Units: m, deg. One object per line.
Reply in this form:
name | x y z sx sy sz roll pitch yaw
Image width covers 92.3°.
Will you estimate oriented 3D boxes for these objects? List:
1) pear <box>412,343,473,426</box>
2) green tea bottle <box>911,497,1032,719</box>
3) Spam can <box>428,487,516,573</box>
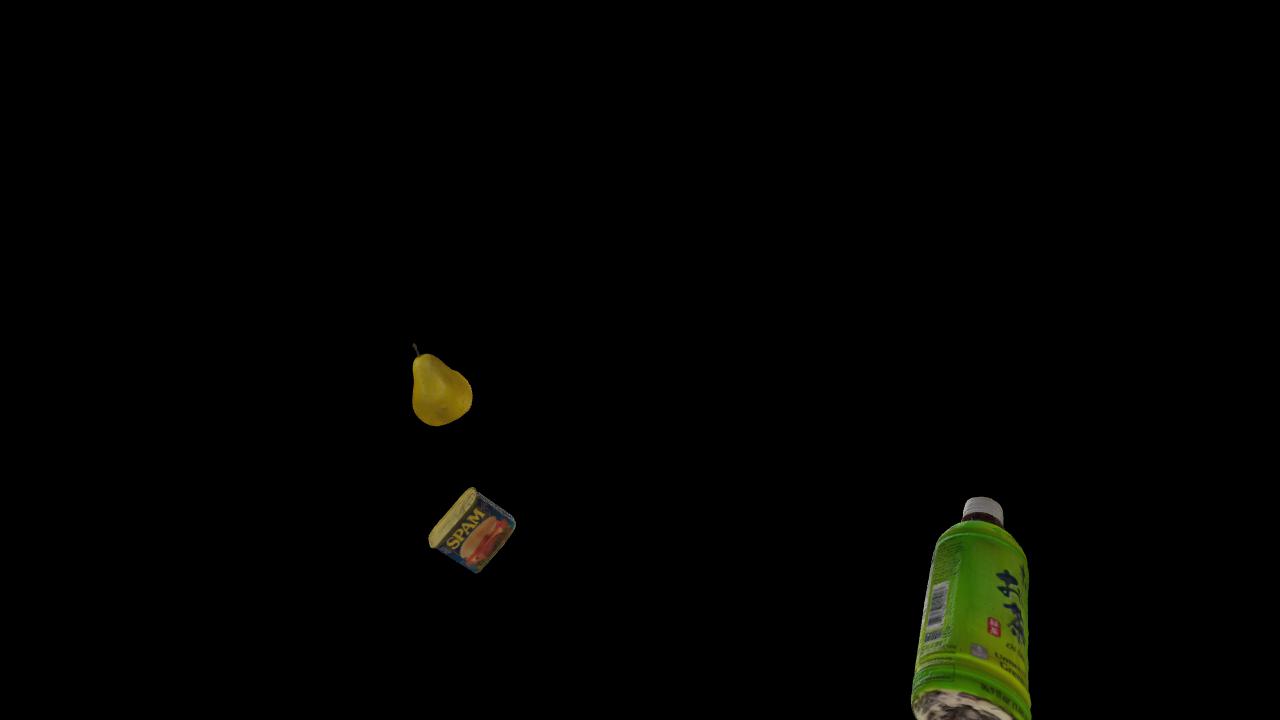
pear | -0.268 0.029 0.799 0.080 0.111 0.080 -21 9 3
green tea bottle | 0.257 0.184 0.471 0.073 0.073 0.212 0 31 31
Spam can | -0.253 0.259 0.934 0.085 0.101 0.058 44 -8 -25
